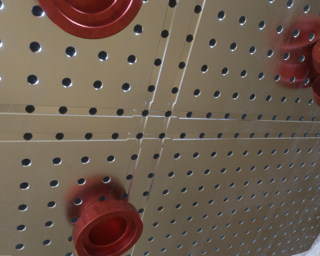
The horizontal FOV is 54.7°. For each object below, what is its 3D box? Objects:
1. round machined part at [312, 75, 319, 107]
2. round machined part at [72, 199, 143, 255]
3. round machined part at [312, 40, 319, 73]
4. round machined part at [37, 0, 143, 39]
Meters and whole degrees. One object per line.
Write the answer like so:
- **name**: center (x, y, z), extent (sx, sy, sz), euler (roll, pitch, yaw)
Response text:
- **round machined part**: center (0.292, -0.070, 0.483), extent (0.098, 0.098, 0.042), euler (-33, 129, -7)
- **round machined part**: center (-0.077, 0.142, 0.447), extent (0.099, 0.042, 0.097), euler (-14, 125, -21)
- **round machined part**: center (0.280, -0.102, 0.457), extent (0.098, 0.098, 0.042), euler (-33, 130, -7)
- **round machined part**: center (-0.066, -0.135, 0.281), extent (0.099, 0.042, 0.097), euler (-14, 125, -21)
